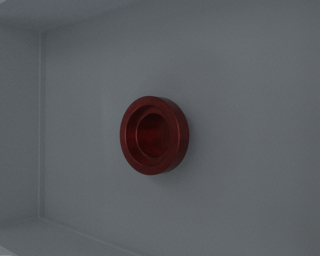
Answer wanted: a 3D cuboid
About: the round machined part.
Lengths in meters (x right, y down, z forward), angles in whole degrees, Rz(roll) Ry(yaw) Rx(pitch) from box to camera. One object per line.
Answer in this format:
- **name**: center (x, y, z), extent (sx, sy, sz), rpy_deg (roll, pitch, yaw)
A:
- **round machined part**: center (-0.003, 0.009, 0.396), extent (0.098, 0.042, 0.097), rpy_deg (0, 90, 39)
